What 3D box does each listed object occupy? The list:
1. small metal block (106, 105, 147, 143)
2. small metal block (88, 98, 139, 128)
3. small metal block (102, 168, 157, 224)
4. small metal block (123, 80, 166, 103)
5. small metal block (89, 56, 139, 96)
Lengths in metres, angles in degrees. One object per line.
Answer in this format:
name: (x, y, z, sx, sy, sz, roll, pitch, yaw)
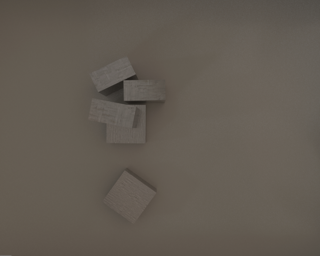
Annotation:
small metal block: (-0.044, -0.005, 0.411, 0.050, 0.025, 0.050, 0, 90, 0)
small metal block: (-0.054, -0.017, 0.373, 0.050, 0.050, 0.025, 11, 90, 0)
small metal block: (-0.040, 0.089, 0.411, 0.050, 0.025, 0.050, 36, 90, 0)
small metal block: (-0.019, -0.046, 0.399, 0.050, 0.050, 0.025, -1, 91, 0)
small metal block: (-0.057, -0.065, 0.398, 0.050, 0.050, 0.025, -26, 90, 0)
